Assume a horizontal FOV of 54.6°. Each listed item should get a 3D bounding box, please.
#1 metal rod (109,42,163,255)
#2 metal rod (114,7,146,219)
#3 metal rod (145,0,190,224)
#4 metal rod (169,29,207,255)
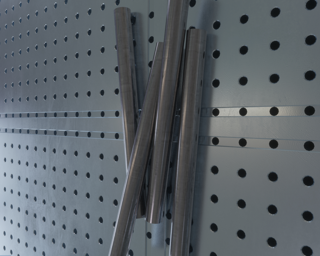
[{"bbox_3d":[-0.026,0.037,0.409,0.025,0.025,0.298,15,93,39],"label":"metal rod"},{"bbox_3d":[-0.043,-0.024,0.445,0.025,0.025,0.299,-8,85,40],"label":"metal rod"},{"bbox_3d":[0.008,-0.023,0.390,0.025,0.025,0.298,15,104,39],"label":"metal rod"},{"bbox_3d":[0.033,0.032,0.382,0.025,0.025,0.298,7,95,40],"label":"metal rod"}]
